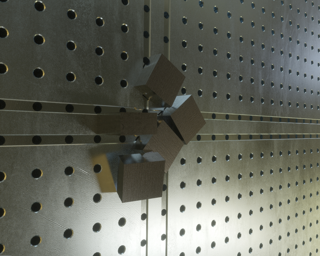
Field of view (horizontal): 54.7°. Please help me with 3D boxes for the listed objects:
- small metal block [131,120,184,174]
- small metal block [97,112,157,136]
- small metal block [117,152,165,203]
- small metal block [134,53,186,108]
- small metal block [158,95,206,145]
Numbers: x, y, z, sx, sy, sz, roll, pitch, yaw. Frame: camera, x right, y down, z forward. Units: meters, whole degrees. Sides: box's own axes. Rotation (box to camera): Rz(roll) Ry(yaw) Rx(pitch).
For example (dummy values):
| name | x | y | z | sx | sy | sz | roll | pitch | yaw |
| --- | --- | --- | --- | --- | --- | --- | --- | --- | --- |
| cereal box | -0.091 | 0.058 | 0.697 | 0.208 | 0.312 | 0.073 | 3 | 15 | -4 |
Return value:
| name | x | y | z | sx | sy | sz | roll | pitch | yaw |
| --- | --- | --- | --- | --- | --- | --- | --- | --- | --- |
| small metal block | -0.002 | 0.024 | 0.410 | 0.050 | 0.025 | 0.050 | 48 | 61 | -30 |
| small metal block | -0.039 | -0.005 | 0.362 | 0.050 | 0.050 | 0.025 | -1 | 91 | -40 |
| small metal block | -0.023 | 0.059 | 0.374 | 0.050 | 0.025 | 0.050 | -3 | 110 | -22 |
| small metal block | 0.001 | -0.062 | 0.412 | 0.050 | 0.025 | 0.050 | 39 | 66 | -34 |
| small metal block | 0.032 | -0.012 | 0.439 | 0.050 | 0.025 | 0.050 | -45 | 117 | -31 |
